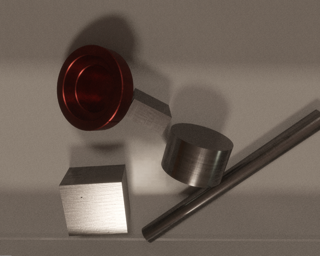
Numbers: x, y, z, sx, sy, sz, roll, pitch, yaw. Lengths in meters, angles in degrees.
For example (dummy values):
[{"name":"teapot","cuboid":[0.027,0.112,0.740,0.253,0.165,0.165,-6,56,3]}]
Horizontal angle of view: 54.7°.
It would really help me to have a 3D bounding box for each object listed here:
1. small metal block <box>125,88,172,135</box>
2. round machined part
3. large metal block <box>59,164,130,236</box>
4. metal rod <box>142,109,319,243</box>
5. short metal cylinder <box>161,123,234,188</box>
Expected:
[{"name":"small metal block","cuboid":[-0.015,-0.022,0.388,0.050,0.050,0.025,26,108,-13]},{"name":"round machined part","cuboid":[-0.072,-0.046,0.368,0.098,0.042,0.097,1,91,29]},{"name":"large metal block","cuboid":[-0.087,0.100,0.434,0.081,0.050,0.079,-3,110,1]},{"name":"metal rod","cuboid":[0.097,0.074,0.440,0.300,0.025,0.025,-37,106,12]},{"name":"short metal cylinder","cuboid":[0.047,0.033,0.395,0.081,0.080,0.050,13,110,-5]}]
